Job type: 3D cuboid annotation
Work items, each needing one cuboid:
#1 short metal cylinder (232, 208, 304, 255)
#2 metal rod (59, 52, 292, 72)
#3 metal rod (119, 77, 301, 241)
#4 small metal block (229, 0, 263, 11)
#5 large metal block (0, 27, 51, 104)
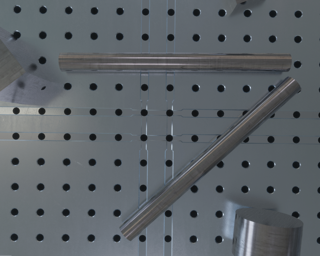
[{"bbox_3d":[0.133,0.136,0.387,0.080,0.080,0.050,6,90,0],"label":"short metal cylinder"},{"bbox_3d":[0.020,-0.088,0.413,0.302,0.025,0.025,0,90,0],"label":"metal rod"},{"bbox_3d":[0.066,0.041,0.413,0.300,0.025,0.025,-42,90,0],"label":"metal rod"},{"bbox_3d":[0.115,-0.193,0.414,0.050,0.025,0.050,-21,90,0],"label":"small metal block"},{"bbox_3d":[-0.193,-0.079,0.384,0.050,0.080,0.080,-38,90,0],"label":"large metal block"}]
